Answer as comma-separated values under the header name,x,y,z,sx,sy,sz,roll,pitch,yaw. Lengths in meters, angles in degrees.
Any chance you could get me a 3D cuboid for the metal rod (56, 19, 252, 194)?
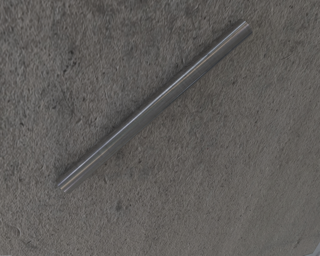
name,x,y,z,sx,sy,sz,roll,pitch,yaw
metal rod,-0.007,-0.027,0.385,0.300,0.025,0.025,-41,129,0
